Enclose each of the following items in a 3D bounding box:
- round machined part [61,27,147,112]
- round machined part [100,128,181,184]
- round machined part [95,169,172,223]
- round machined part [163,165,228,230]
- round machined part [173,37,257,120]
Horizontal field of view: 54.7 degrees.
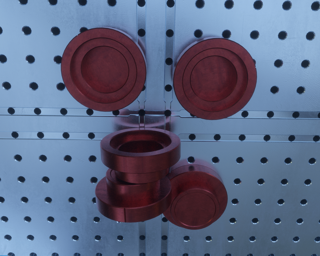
[{"bbox_3d":[-0.065,-0.072,0.377,0.099,0.042,0.097,0,110,-1],"label":"round machined part"},{"bbox_3d":[-0.023,0.035,0.387,0.099,0.098,0.042,-1,109,0],"label":"round machined part"},{"bbox_3d":[-0.034,0.075,0.401,0.099,0.098,0.042,-1,111,0],"label":"round machined part"},{"bbox_3d":[0.048,0.106,0.444,0.099,0.042,0.097,0,110,-1],"label":"round machined part"},{"bbox_3d":[0.065,-0.062,0.382,0.099,0.042,0.097,0,110,-1],"label":"round machined part"}]
